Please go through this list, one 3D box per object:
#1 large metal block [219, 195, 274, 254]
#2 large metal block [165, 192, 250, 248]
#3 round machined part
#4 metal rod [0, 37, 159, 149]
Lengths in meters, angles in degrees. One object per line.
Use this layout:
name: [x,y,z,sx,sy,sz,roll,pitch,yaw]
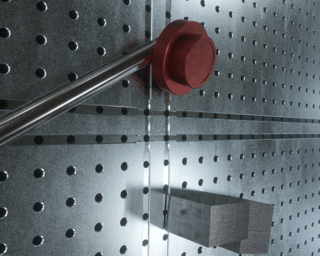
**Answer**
large metal block: [0.139,0.158,0.510,0.080,0.050,0.080,19,78,-39]
large metal block: [0.065,0.122,0.428,0.081,0.080,0.050,6,86,-40]
round machined part: [0.038,-0.090,0.408,0.099,0.042,0.097,-29,131,-40]
metal rod: [-0.083,-0.044,0.338,0.302,0.025,0.025,-37,113,-34]
